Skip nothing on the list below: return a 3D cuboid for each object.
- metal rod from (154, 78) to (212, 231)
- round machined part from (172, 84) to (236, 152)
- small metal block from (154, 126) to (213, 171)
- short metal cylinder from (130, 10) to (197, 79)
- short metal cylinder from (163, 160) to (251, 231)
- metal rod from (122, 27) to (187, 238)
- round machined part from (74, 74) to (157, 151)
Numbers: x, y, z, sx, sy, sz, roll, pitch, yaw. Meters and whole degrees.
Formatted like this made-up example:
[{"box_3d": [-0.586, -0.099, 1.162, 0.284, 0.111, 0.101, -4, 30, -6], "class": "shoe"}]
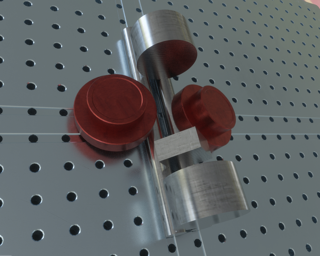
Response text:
[{"box_3d": [0.017, -0.015, 0.425, 0.025, 0.025, 0.299, 1, 61, -28], "class": "metal rod"}, {"box_3d": [0.066, -0.020, 0.428, 0.099, 0.042, 0.098, 26, 47, -31], "class": "round machined part"}, {"box_3d": [0.028, 0.026, 0.361, 0.050, 0.050, 0.025, 41, 32, -60], "class": "small metal block"}, {"box_3d": [0.004, -0.109, 0.413, 0.081, 0.080, 0.050, 1, 62, -28], "class": "short metal cylinder"}, {"box_3d": [0.048, 0.073, 0.326, 0.081, 0.080, 0.050, 1, 62, -28], "class": "short metal cylinder"}, {"box_3d": [-0.014, -0.013, 0.407, 0.025, 0.025, 0.299, 1, 61, -28], "class": "metal rod"}, {"box_3d": [-0.052, -0.025, 0.369, 0.099, 0.042, 0.098, 5, 61, -10], "class": "round machined part"}]
